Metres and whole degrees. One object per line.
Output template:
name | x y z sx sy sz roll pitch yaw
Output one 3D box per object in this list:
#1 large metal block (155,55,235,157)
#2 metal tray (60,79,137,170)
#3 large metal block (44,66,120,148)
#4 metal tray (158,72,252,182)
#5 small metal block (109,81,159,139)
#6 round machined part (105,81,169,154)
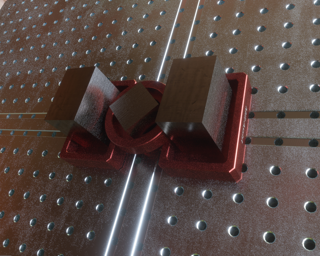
large metal block | 0.044 -0.022 0.346 0.050 0.080 0.080 2 63 29
metal tray | -0.082 -0.007 0.452 0.090 0.030 0.130 1 62 28
large metal block | -0.097 -0.026 0.423 0.050 0.080 0.080 1 62 29
metal tray | 0.057 -0.004 0.377 0.090 0.030 0.130 0 61 28
small metal block | -0.028 -0.022 0.384 0.050 0.025 0.050 -39 51 2
round machined part | -0.018 -0.010 0.402 0.098 0.042 0.098 -13 56 21
